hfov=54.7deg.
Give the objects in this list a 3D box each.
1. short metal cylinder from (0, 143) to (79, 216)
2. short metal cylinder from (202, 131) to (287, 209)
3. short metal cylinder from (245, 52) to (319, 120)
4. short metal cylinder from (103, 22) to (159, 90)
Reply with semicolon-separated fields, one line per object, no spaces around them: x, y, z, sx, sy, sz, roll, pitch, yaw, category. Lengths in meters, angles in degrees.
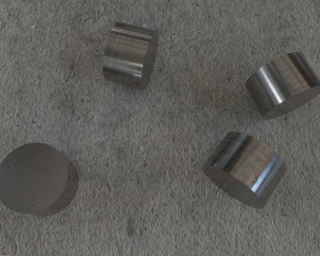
-0.144;0.063;0.371;0.081;0.050;0.080;0;70;0;short metal cylinder
0.097;0.049;0.362;0.080;0.080;0.050;36;74;12;short metal cylinder
0.158;-0.052;0.399;0.080;0.080;0.050;-21;72;-8;short metal cylinder
-0.037;-0.095;0.413;0.050;0.080;0.080;15;71;5;short metal cylinder
